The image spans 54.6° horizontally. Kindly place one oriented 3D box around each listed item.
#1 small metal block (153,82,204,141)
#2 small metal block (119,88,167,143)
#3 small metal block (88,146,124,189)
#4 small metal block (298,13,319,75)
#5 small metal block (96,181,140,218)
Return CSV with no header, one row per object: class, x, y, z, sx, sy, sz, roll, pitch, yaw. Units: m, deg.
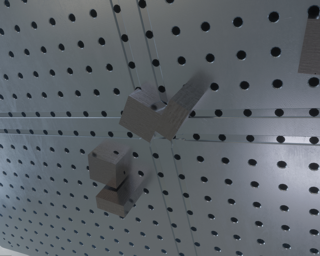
small metal block,0.023,-0.020,0.371,0.025,0.050,0.050,35,129,5
small metal block,-0.021,-0.016,0.413,0.050,0.025,0.050,31,129,8
small metal block,-0.085,0.063,0.496,0.050,0.025,0.050,16,125,19
small metal block,0.157,-0.075,0.282,0.050,0.025,0.050,11,123,22
small metal block,-0.067,0.111,0.500,0.050,0.050,0.025,13,124,21
